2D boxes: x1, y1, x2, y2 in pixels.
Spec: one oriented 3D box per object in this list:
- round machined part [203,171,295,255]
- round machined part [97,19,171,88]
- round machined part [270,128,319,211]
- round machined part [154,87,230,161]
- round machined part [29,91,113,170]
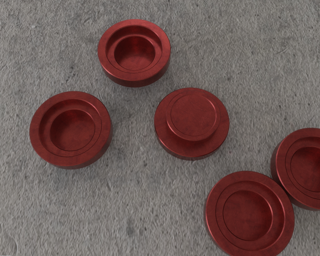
[{"bbox_3d":[0.100,0.102,0.362,0.099,0.042,0.098,0,70,0],"label":"round machined part"},{"bbox_3d":[-0.035,-0.100,0.435,0.099,0.042,0.098,0,70,0],"label":"round machined part"},{"bbox_3d":[0.185,0.052,0.381,0.099,0.042,0.098,0,70,0],"label":"round machined part"},{"bbox_3d":[0.041,-0.010,0.403,0.099,0.042,0.098,0,70,0],"label":"round machined part"},{"bbox_3d":[-0.109,0.006,0.396,0.099,0.042,0.098,0,70,0],"label":"round machined part"}]
